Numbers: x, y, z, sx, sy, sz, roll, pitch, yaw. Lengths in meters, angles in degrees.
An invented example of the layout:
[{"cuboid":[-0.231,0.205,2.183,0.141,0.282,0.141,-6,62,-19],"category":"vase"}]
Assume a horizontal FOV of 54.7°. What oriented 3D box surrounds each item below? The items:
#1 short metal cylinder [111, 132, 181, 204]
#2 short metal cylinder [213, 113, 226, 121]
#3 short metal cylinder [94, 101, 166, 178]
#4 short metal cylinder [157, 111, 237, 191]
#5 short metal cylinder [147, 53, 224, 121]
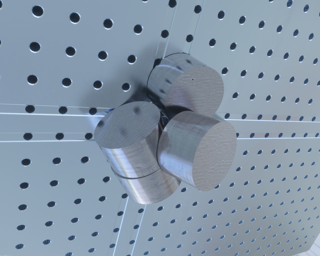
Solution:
[{"cuboid":[-0.016,0.050,0.399,0.080,0.080,0.050,-30,129,-10],"category":"short metal cylinder"},{"cuboid":[0.055,0.012,0.434,0.081,0.050,0.079,-14,125,-21],"category":"short metal cylinder"},{"cuboid":[-0.030,0.013,0.368,0.080,0.080,0.050,-30,129,-10],"category":"short metal cylinder"},{"cuboid":[0.043,0.025,0.352,0.081,0.050,0.079,-20,120,-41],"category":"short metal cylinder"},{"cuboid":[0.031,-0.046,0.384,0.081,0.050,0.079,-14,125,-21],"category":"short metal cylinder"}]
